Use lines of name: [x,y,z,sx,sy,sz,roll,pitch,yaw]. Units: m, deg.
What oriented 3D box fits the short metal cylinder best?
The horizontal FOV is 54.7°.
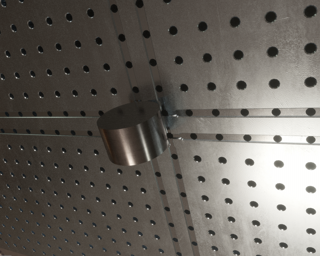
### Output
short metal cylinder: [-0.034,0.005,0.395,0.080,0.080,0.050,0,118,28]
